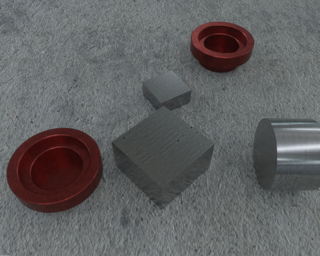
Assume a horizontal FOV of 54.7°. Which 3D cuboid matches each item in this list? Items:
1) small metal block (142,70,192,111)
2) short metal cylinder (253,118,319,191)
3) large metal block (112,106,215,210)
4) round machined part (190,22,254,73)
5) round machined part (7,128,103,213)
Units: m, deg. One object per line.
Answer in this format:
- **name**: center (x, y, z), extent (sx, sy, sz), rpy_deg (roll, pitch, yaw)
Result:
- **small metal block**: center (0.009, -0.051, 0.447), extent (0.050, 0.025, 0.050), rpy_deg (-25, 55, -20)
- **short metal cylinder**: center (0.141, 0.029, 0.345), extent (0.050, 0.080, 0.080), rpy_deg (1, 50, 0)
- **large metal block**: center (0.003, 0.032, 0.360), extent (0.080, 0.050, 0.080), rpy_deg (-36, 59, -27)
- **round machined part**: center (0.098, -0.127, 0.500), extent (0.099, 0.042, 0.098), rpy_deg (0, 50, 0)
- **round machined part**: center (-0.113, 0.050, 0.349), extent (0.099, 0.042, 0.098), rpy_deg (0, 50, 0)
